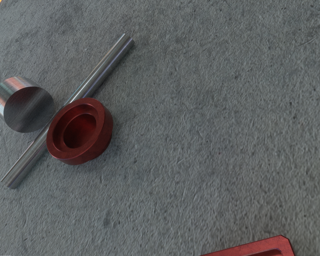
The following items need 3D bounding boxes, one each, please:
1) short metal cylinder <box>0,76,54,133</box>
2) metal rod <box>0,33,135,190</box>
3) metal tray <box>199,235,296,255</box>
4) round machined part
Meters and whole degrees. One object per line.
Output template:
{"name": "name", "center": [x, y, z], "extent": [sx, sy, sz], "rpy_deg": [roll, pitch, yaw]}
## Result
{"name": "short metal cylinder", "center": [-0.223, -0.038, 0.507], "extent": [0.050, 0.080, 0.080], "rpy_deg": [31, 79, 37]}
{"name": "metal rod", "center": [-0.141, -0.032, 0.495], "extent": [0.025, 0.025, 0.300], "rpy_deg": [29, 77, 37]}
{"name": "metal tray", "center": [0.085, 0.166, 0.254], "extent": [0.090, 0.030, 0.130], "rpy_deg": [-21, 54, 15]}
{"name": "round machined part", "center": [-0.109, 0.008, 0.443], "extent": [0.098, 0.042, 0.098], "rpy_deg": [-13, 56, 20]}
